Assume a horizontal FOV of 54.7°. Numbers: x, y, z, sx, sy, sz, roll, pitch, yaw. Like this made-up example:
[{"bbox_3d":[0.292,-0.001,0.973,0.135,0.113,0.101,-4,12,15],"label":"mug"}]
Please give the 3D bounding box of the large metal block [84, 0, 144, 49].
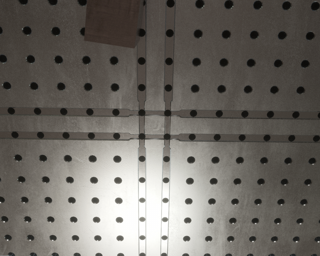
[{"bbox_3d":[-0.045,-0.134,0.334,0.050,0.080,0.079,8,110,-3],"label":"large metal block"}]
